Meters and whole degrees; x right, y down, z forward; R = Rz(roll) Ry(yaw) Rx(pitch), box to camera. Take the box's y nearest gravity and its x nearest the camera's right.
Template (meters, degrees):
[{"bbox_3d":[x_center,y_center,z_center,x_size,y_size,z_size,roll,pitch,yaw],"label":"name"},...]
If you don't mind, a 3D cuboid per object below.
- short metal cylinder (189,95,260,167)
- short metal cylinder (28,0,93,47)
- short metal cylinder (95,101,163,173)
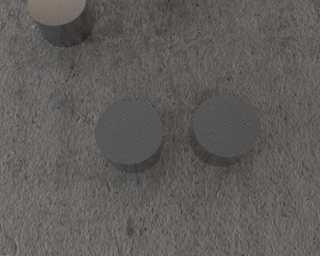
[{"bbox_3d":[0.080,0.005,0.393,0.081,0.050,0.080,0,70,0],"label":"short metal cylinder"},{"bbox_3d":[-0.144,-0.167,0.455,0.081,0.050,0.080,0,70,0],"label":"short metal cylinder"},{"bbox_3d":[-0.036,0.012,0.390,0.081,0.050,0.080,0,70,0],"label":"short metal cylinder"}]
